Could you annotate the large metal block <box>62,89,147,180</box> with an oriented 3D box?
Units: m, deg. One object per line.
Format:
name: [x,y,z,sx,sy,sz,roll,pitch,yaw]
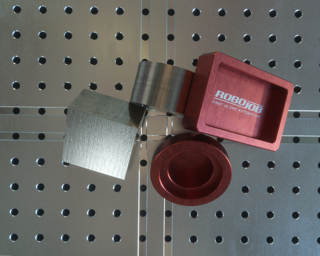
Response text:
large metal block: [-0.069,0.008,0.383,0.080,0.050,0.079,17,123,0]

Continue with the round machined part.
round machined part: [0.038,0.048,0.392,0.099,0.042,0.097,1,118,2]

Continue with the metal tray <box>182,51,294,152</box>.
metal tray: [0.097,-0.028,0.373,0.131,0.030,0.090,14,90,-28]

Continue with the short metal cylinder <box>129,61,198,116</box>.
short metal cylinder: [0.007,-0.046,0.386,0.080,0.080,0.050,14,90,0]

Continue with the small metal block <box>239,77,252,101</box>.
small metal block: [0.095,-0.055,0.414,0.050,0.025,0.050,3,90,0]
